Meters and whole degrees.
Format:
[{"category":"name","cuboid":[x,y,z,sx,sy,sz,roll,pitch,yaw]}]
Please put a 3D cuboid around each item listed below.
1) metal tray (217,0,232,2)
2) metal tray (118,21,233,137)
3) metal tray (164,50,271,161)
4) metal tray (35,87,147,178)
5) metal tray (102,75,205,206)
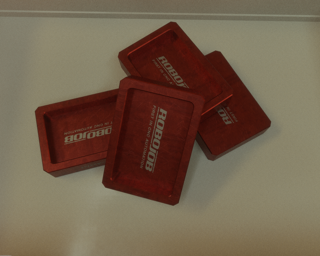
[{"category":"metal tray","cuboid":[0.063,-0.262,0.505,0.131,0.030,0.090,14,70,4]},{"category":"metal tray","cuboid":[0.018,-0.064,0.397,0.090,0.030,0.130,-33,74,-8]},{"category":"metal tray","cuboid":[0.074,-0.033,0.420,0.090,0.030,0.130,-27,73,-10]},{"category":"metal tray","cuboid":[-0.087,0.004,0.404,0.131,0.030,0.090,-14,71,-6]},{"category":"metal tray","cuboid":[-0.008,0.014,0.348,0.090,0.030,0.129,14,106,5]}]
